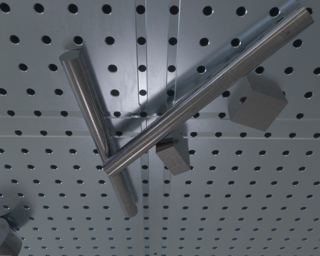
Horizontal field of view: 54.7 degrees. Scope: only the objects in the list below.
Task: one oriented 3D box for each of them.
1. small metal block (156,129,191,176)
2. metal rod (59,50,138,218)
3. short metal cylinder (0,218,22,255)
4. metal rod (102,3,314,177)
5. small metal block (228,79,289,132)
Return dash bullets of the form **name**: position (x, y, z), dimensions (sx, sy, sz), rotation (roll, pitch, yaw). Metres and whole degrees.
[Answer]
- **small metal block**: position (0.018, 0.028, 0.419), dimensions (0.025, 0.050, 0.050), rotation (-23, 127, 18)
- **metal rod**: position (-0.075, 0.032, 0.437), dimensions (0.025, 0.025, 0.298), rotation (-7, 130, 6)
- **short metal cylinder**: position (-0.296, 0.207, 0.549), dimensions (0.080, 0.080, 0.050), rotation (-8, 130, 6)
- **metal rod**: position (0.040, -0.030, 0.369), dimensions (0.299, 0.025, 0.025), rotation (-38, 121, 22)
- **small metal block**: position (0.121, -0.027, 0.389), dimensions (0.050, 0.025, 0.050), rotation (16, 128, -14)
